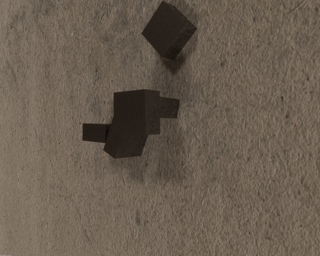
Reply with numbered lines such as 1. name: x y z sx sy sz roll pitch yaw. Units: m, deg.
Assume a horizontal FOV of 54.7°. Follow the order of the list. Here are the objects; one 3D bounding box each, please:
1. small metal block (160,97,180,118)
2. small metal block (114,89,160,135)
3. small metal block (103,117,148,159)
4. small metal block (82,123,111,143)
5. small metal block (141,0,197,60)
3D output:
1. small metal block: -0.011 -0.029 0.396 0.050 0.050 0.025 13 99 39
2. small metal block: -0.027 -0.017 0.361 0.050 0.025 0.050 0 90 39
3. small metal block: -0.044 0.012 0.423 0.025 0.050 0.050 30 109 35
4. small metal block: -0.076 0.007 0.449 0.050 0.050 0.025 3 92 40
5. small metal block: 0.011 -0.124 0.394 0.050 0.025 0.050 -51 61 27
